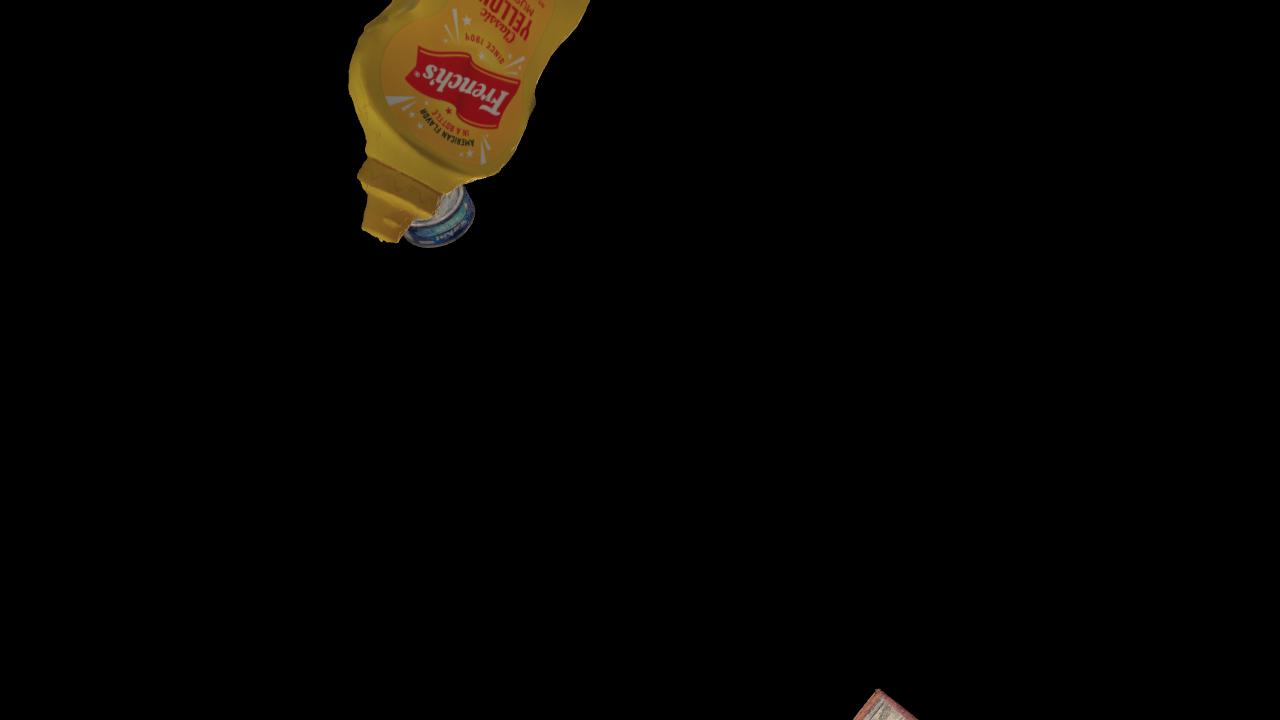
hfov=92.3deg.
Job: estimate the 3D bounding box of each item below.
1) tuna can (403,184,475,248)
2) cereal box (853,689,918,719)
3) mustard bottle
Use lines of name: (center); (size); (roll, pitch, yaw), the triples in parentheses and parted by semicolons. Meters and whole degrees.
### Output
tuna can: (-0.223, -0.164, 0.663); (0.084, 0.084, 0.034); (0, -28, 6)
cereal box: (0.253, 0.350, 0.410); (0.203, 0.081, 0.306); (40, -9, 18)
mustard bottle: (-0.096, -0.145, 0.317); (0.054, 0.184, 0.092); (30, 4, 40)
